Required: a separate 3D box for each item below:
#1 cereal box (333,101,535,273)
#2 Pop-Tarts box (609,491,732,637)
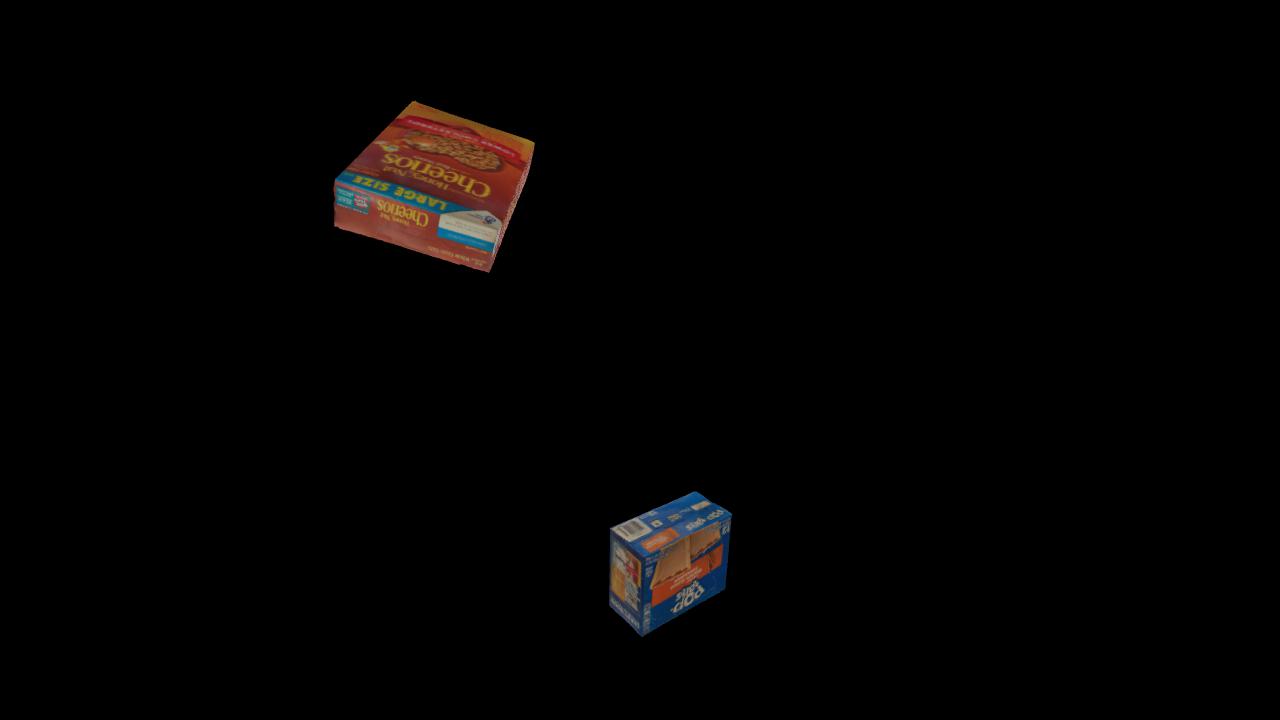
[{"bbox_3d":[-0.277,-0.259,0.885,0.203,0.081,0.306,16,38,-11],"label":"cereal box"},{"bbox_3d":[0.045,0.295,0.906,0.167,0.141,0.083,-13,26,-35],"label":"Pop-Tarts box"}]
